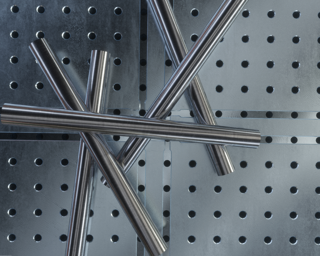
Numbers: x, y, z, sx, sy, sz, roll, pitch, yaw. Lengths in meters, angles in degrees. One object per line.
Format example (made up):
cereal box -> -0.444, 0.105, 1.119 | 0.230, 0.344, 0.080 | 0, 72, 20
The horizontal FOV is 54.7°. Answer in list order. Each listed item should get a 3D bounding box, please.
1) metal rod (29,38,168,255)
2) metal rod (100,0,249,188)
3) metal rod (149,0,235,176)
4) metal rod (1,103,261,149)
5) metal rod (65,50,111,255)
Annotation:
metal rod -> -0.077, 0.023, 0.385 | 0.025, 0.025, 0.299 | -30, 88, 0
metal rod -> 0.017, -0.047, 0.392 | 0.025, 0.025, 0.299 | 35, 98, -1
metal rod -> 0.034, -0.080, 0.413 | 0.025, 0.025, 0.299 | -21, 90, 0
metal rod -> -0.025, -0.001, 0.371 | 0.302, 0.025, 0.025 | 6, 90, -10
metal rod -> -0.097, 0.047, 0.412 | 0.025, 0.025, 0.298 | 7, 90, -1
